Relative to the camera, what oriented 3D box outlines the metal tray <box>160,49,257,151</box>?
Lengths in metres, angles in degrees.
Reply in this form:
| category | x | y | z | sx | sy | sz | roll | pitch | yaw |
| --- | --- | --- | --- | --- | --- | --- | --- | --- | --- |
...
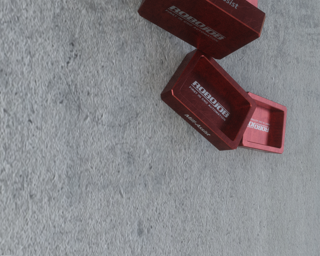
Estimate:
| category | x | y | z | sx | sy | sz | roll | pitch | yaw |
| --- | --- | --- | --- | --- | --- | --- | --- | --- | --- |
| metal tray | 0.074 | -0.039 | 0.445 | 0.130 | 0.030 | 0.090 | 40 | 65 | -20 |

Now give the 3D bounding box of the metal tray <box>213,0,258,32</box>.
| category | x | y | z | sx | sy | sz | roll | pitch | yaw |
| --- | --- | --- | --- | --- | --- | --- | --- | --- | --- |
| metal tray | 0.104 | -0.204 | 0.488 | 0.131 | 0.030 | 0.089 | 3 | 88 | -40 |

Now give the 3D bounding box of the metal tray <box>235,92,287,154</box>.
| category | x | y | z | sx | sy | sz | roll | pitch | yaw |
| --- | --- | --- | --- | --- | --- | --- | --- | --- | --- |
| metal tray | 0.175 | -0.006 | 0.547 | 0.131 | 0.030 | 0.090 | 12 | 83 | -39 |

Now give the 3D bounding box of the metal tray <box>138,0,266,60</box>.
| category | x | y | z | sx | sy | sz | roll | pitch | yaw |
| --- | --- | --- | --- | --- | --- | --- | --- | --- | --- |
| metal tray | 0.048 | -0.139 | 0.378 | 0.131 | 0.090 | 0.030 | 25 | 74 | -18 |
